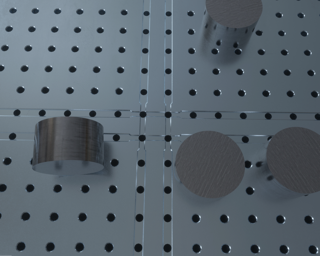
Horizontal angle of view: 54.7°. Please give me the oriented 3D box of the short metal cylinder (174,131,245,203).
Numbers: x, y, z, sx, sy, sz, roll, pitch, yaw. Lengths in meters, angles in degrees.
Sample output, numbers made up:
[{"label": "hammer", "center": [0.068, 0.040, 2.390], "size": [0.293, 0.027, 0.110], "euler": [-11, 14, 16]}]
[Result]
[{"label": "short metal cylinder", "center": [0.058, 0.049, 0.381], "size": [0.081, 0.050, 0.080], "euler": [0, 70, 0]}]

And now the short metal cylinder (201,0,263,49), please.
[{"label": "short metal cylinder", "center": [0.104, -0.166, 0.460], "size": [0.081, 0.050, 0.080], "euler": [0, 70, -1]}]

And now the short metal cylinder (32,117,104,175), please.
[{"label": "short metal cylinder", "center": [-0.109, 0.024, 0.372], "size": [0.081, 0.080, 0.050], "euler": [-4, 70, -2]}]

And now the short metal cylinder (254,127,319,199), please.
[{"label": "short metal cylinder", "center": [0.164, 0.044, 0.384], "size": [0.081, 0.050, 0.080], "euler": [0, 70, 0]}]
